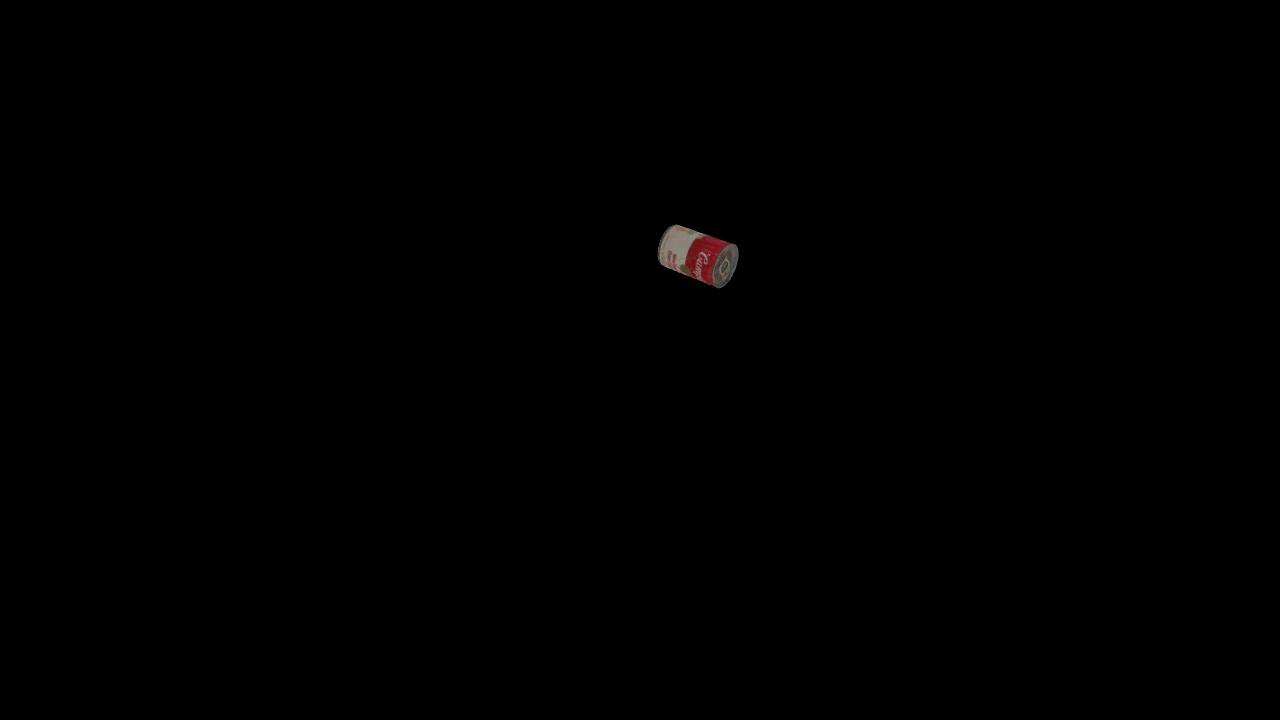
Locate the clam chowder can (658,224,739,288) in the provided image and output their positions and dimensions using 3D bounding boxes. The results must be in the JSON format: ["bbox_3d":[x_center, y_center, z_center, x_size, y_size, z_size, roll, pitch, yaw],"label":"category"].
[{"bbox_3d":[0.085,-0.155,0.912,0.102,0.068,0.068,27,14,29],"label":"clam chowder can"}]
